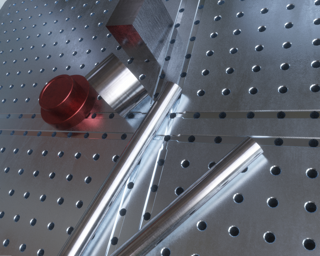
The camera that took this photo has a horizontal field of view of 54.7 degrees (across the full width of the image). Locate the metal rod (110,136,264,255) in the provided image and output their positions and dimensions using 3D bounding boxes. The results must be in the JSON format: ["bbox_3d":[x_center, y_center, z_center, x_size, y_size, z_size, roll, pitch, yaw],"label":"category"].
[{"bbox_3d":[-0.008,0.117,0.340,0.300,0.025,0.025,-41,51,0],"label":"metal rod"}]

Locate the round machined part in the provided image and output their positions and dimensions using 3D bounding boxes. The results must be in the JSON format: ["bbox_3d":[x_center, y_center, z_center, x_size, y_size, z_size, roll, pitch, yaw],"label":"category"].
[{"bbox_3d":[-0.159,-0.049,0.511,0.098,0.042,0.098,-13,56,21],"label":"round machined part"}]

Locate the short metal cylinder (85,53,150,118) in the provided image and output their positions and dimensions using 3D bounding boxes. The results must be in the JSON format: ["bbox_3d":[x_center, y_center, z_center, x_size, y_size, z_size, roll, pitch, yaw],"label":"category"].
[{"bbox_3d":[-0.060,-0.060,0.442,0.050,0.080,0.080,-42,51,0],"label":"short metal cylinder"}]

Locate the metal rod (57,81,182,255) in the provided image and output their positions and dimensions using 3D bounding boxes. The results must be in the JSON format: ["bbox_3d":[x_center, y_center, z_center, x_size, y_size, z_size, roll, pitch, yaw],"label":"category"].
[{"bbox_3d":[-0.056,0.067,0.396,0.025,0.025,0.300,21,73,36],"label":"metal rod"}]

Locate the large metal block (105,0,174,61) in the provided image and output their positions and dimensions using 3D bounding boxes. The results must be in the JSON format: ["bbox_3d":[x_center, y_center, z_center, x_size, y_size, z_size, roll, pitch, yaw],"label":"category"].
[{"bbox_3d":[-0.028,-0.163,0.488,0.050,0.080,0.080,9,66,32],"label":"large metal block"}]
